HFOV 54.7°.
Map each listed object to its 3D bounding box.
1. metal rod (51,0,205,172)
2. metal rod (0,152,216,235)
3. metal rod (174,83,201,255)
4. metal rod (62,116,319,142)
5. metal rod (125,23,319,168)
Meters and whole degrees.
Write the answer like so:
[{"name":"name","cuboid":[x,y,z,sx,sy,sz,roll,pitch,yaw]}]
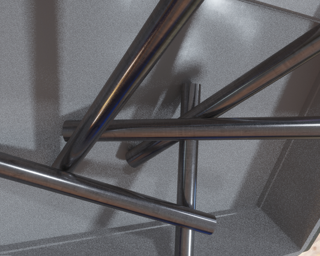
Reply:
[{"name":"metal rod","cuboid":[-0.048,-0.022,0.288,0.025,0.025,0.298,12,138,-34]},{"name":"metal rod","cuboid":[-0.074,0.071,0.348,0.302,0.025,0.025,20,109,-15]},{"name":"metal rod","cuboid":[0.034,0.092,0.404,0.025,0.025,0.298,1,92,-30]},{"name":"metal rod","cuboid":[0.043,0.001,0.344,0.302,0.025,0.025,-1,124,5]},{"name":"metal rod","cuboid":[0.072,-0.031,0.349,0.299,0.025,0.025,-34,135,28]}]
